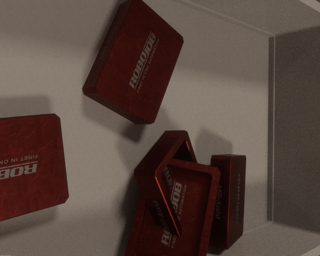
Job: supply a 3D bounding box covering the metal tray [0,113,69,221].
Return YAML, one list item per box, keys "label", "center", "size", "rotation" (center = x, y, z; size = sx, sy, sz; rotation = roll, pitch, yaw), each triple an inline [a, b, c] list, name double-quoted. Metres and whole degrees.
- label: "metal tray"
  center: [-0.153, 0.037, 0.276]
  size: [0.131, 0.030, 0.089]
  rotation: [-9, 96, -40]

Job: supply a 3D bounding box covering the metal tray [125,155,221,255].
- label: "metal tray"
  center: [0.018, 0.105, 0.378]
  size: [0.030, 0.090, 0.130]
  rotation: [82, 21, -73]

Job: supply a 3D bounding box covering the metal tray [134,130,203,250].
- label: "metal tray"
  center: [0.021, 0.079, 0.396]
  size: [0.090, 0.030, 0.129]
  rotation: [-51, 129, -46]

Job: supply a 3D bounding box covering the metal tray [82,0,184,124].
- label: "metal tray"
  center: [-0.028, -0.080, 0.382]
  size: [0.090, 0.030, 0.130]
  rotation: [31, 71, -36]

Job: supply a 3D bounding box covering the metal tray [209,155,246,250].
- label: "metal tray"
  center: [0.104, 0.106, 0.474]
  size: [0.090, 0.030, 0.129]
  rotation: [7, 85, -61]
